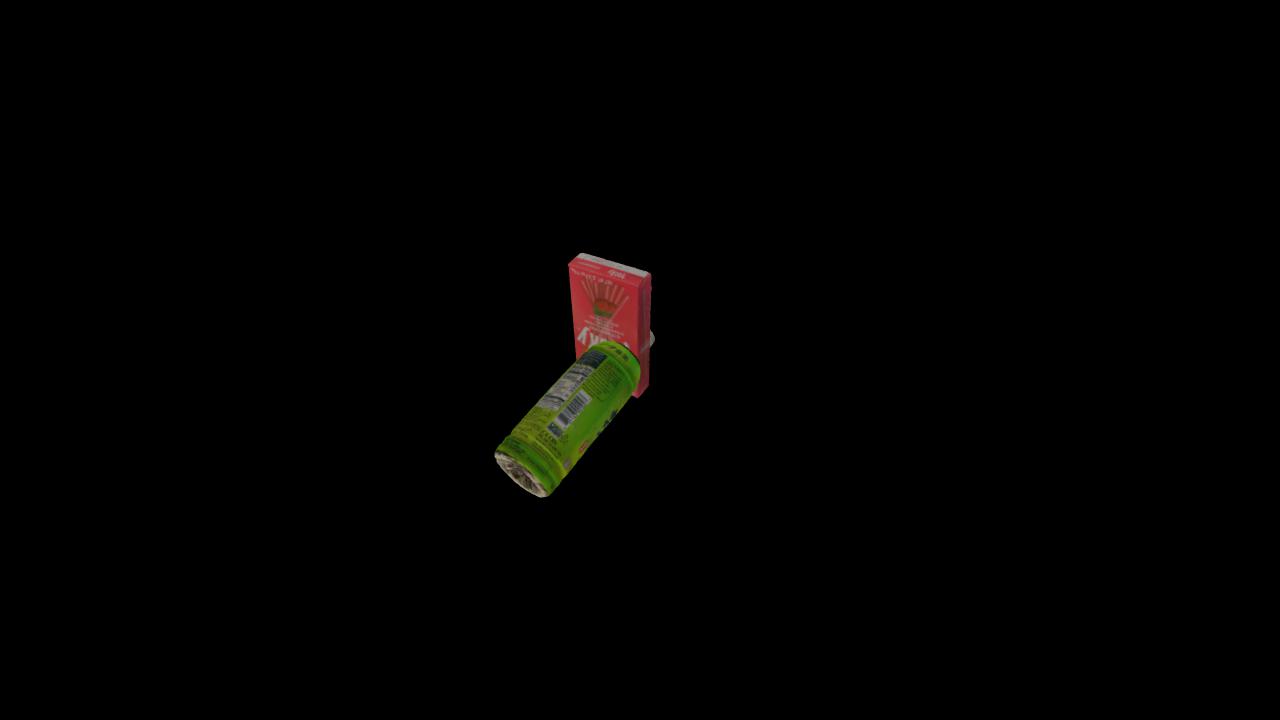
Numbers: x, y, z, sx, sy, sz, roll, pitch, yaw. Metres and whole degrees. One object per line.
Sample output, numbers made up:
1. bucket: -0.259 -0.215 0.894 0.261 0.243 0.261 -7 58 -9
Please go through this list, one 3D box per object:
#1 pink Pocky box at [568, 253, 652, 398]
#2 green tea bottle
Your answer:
1. pink Pocky box: -0.031 -0.034 0.662 0.084 0.155 0.029 20 45 21
2. green tea bottle: -0.055 0.040 0.635 0.073 0.073 0.212 0 43 54
